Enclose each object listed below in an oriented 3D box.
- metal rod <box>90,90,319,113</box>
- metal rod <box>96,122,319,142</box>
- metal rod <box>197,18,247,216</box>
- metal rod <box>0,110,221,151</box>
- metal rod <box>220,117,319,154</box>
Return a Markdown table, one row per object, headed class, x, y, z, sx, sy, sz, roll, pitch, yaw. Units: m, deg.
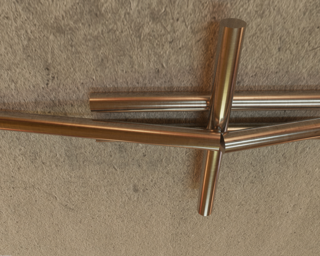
| class | x | y | z | sx | sy | sz | roll | pitch | yaw |
| --- | --- | --- | --- | --- | --- | --- | --- | --- | --- |
| metal rod | 0.067 | -0.033 | 0.381 | 0.302 | 0.025 | 0.025 | -1 | 130 | 0 |
| metal rod | 0.067 | 0.005 | 0.413 | 0.302 | 0.025 | 0.025 | -1 | 130 | 0 |
| metal rod | 0.070 | 0.014 | 0.389 | 0.025 | 0.025 | 0.298 | 0 | 130 | 0 |
| metal rod | -0.080 | 0.001 | 0.375 | 0.302 | 0.025 | 0.025 | 5 | 131 | 7 |
| metal rod | 0.220 | -0.005 | 0.375 | 0.302 | 0.025 | 0.025 | -9 | 131 | -6 |
